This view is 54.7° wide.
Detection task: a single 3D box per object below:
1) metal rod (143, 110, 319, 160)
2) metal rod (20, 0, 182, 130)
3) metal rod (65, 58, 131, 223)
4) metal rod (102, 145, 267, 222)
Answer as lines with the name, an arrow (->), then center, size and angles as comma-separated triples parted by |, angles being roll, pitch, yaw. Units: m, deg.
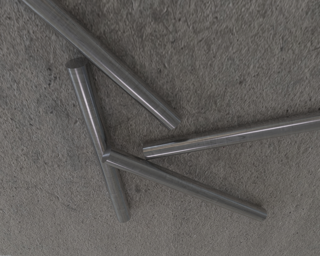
metal rod -> 0.126, 0.005, 0.412 | 0.301, 0.025, 0.025 | -11, 129, 9
metal rod -> -0.081, -0.093, 0.326 | 0.025, 0.025, 0.301 | -34, 123, 25
metal rod -> -0.078, 0.041, 0.440 | 0.025, 0.025, 0.298 | -5, 130, 4
metal rod -> 0.053, 0.092, 0.471 | 0.302, 0.025, 0.025 | 25, 126, -26
